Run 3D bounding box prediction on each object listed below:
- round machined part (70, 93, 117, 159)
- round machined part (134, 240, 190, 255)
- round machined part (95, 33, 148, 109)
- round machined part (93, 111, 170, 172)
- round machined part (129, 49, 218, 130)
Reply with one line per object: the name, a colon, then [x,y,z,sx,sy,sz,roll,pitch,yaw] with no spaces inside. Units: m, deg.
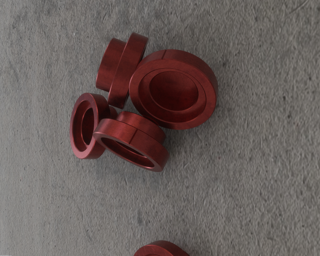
round machined part: [-0.096,-0.002,0.465,0.098,0.042,0.097,-9,79,52]
round machined part: [0.011,0.189,0.385,0.098,0.042,0.097,0,90,40]
round machined part: [-0.051,-0.076,0.399,0.042,0.098,0.097,20,107,-6]
round machined part: [-0.032,0.014,0.394,0.098,0.098,0.042,11,66,39]
round machined part: [0.018,-0.047,0.357,0.098,0.098,0.042,-28,29,36]
